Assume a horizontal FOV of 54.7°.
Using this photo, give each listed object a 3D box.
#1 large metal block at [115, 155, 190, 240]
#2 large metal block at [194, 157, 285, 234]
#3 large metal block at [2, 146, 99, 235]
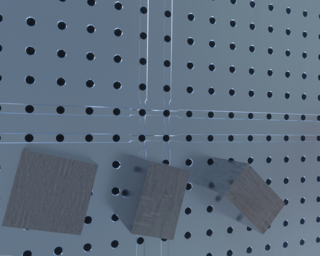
[{"bbox_3d":[-0.012,0.081,0.380,0.050,0.080,0.080,16,85,-20],"label":"large metal block"},{"bbox_3d":[0.106,0.089,0.424,0.080,0.080,0.050,45,76,-15],"label":"large metal block"},{"bbox_3d":[-0.124,0.070,0.354,0.081,0.050,0.080,15,85,-20],"label":"large metal block"}]
